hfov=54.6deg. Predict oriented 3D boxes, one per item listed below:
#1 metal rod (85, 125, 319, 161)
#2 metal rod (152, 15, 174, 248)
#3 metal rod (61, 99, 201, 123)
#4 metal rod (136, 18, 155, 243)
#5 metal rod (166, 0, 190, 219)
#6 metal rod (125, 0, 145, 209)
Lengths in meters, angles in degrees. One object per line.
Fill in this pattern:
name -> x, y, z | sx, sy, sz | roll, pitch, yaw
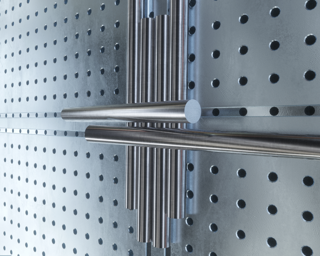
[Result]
metal rod -> 0.032, 0.013, 0.357 | 0.300, 0.025, 0.025 | 2, 92, 31
metal rod -> 0.004, 0.005, 0.408 | 0.025, 0.025, 0.298 | 1, 91, 40
metal rod -> -0.064, -0.021, 0.433 | 0.299, 0.025, 0.025 | 2, 91, 49
metal rod -> -0.017, 0.003, 0.423 | 0.025, 0.025, 0.298 | 2, 91, 40
metal rod -> 0.023, -0.038, 0.390 | 0.025, 0.025, 0.298 | 1, 91, 40
metal rod -> -0.035, -0.037, 0.439 | 0.025, 0.025, 0.298 | 1, 91, 40
